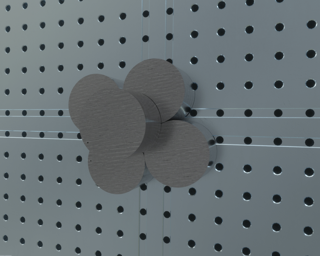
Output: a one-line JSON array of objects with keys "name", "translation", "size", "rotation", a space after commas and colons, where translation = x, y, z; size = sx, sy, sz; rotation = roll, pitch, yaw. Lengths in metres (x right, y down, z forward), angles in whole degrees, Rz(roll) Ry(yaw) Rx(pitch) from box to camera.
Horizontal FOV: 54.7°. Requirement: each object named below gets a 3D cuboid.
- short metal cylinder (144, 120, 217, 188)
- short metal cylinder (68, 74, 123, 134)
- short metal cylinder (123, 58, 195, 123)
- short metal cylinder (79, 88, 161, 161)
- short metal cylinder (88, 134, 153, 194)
[{"name": "short metal cylinder", "translation": [0.027, 0.030, 0.388], "size": [0.080, 0.050, 0.079], "rotation": [0, 90, 19]}, {"name": "short metal cylinder", "translation": [-0.076, -0.031, 0.424], "size": [0.080, 0.050, 0.079], "rotation": [0, 90, 19]}, {"name": "short metal cylinder", "translation": [0.000, -0.044, 0.398], "size": [0.080, 0.050, 0.079], "rotation": [0, 90, 19]}, {"name": "short metal cylinder", "translation": [-0.045, -0.005, 0.359], "size": [0.080, 0.050, 0.079], "rotation": [1, 92, 19]}, {"name": "short metal cylinder", "translation": [-0.048, 0.044, 0.414], "size": [0.080, 0.050, 0.079], "rotation": [0, 90, 19]}]
